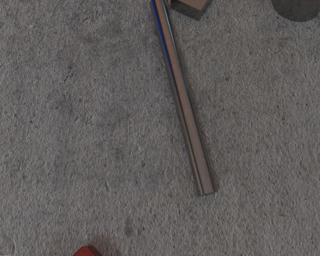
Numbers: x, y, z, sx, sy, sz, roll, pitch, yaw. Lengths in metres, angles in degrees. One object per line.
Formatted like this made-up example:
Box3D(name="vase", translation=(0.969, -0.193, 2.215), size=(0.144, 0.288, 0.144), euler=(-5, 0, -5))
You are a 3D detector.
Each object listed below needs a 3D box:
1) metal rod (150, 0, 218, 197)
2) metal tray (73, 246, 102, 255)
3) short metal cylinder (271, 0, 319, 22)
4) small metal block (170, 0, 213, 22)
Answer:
Box3D(name="metal rod", translation=(0.028, -0.056, 0.429), size=(0.025, 0.025, 0.299), euler=(-11, 70, -4))
Box3D(name="metal tray", translation=(-0.068, 0.205, 0.329), size=(0.130, 0.030, 0.090), euler=(43, 75, 14))
Box3D(name="short metal cylinder", translation=(0.220, -0.212, 0.475), size=(0.081, 0.050, 0.080), euler=(0, 70, 0))
Box3D(name="small metal block", translation=(0.051, -0.202, 0.483), size=(0.050, 0.025, 0.050), euler=(29, 72, 9))
